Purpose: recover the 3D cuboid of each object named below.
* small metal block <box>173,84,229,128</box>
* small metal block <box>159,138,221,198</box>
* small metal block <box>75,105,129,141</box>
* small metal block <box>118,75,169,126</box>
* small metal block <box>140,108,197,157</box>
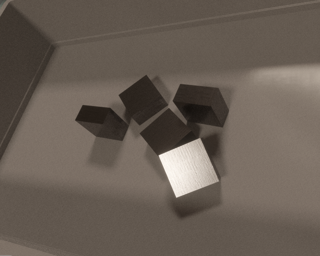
[{"bbox_3d":[0.051,-0.027,0.379,0.050,0.050,0.025,11,68,32],"label":"small metal block"},{"bbox_3d":[0.034,0.043,0.347,0.050,0.025,0.050,-24,84,13],"label":"small metal block"},{"bbox_3d":[-0.080,-0.007,0.434,0.050,0.050,0.025,7,66,31],"label":"small metal block"},{"bbox_3d":[-0.024,-0.040,0.442,0.050,0.025,0.050,-36,51,4],"label":"small metal block"},{"bbox_3d":[0.011,0.011,0.392,0.050,0.025,0.050,-41,51,-1],"label":"small metal block"}]
